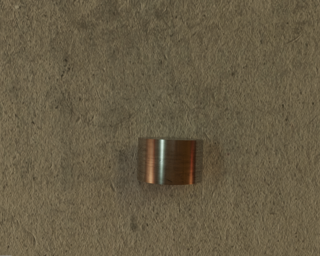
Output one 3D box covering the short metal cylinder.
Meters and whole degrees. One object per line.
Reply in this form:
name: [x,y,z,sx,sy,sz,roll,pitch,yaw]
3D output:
short metal cylinder: [0.012,0.038,0.383,0.080,0.080,0.050,2,90,0]
